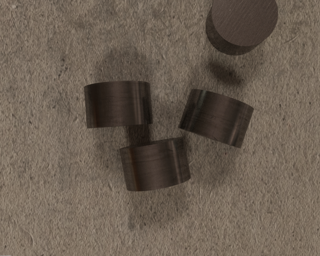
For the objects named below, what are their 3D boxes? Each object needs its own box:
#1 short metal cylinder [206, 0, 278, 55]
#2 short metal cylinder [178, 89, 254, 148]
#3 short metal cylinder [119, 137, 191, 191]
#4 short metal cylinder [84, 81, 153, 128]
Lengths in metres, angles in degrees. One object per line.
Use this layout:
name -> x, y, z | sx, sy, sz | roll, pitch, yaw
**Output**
short metal cylinder -> 0.103, -0.139, 0.399 | 0.081, 0.050, 0.079 | 0, 90, -1
short metal cylinder -> 0.069, -0.011, 0.383 | 0.080, 0.080, 0.050 | 19, 90, -1
short metal cylinder -> -0.006, 0.043, 0.383 | 0.080, 0.080, 0.050 | -10, 90, 0
short metal cylinder -> -0.051, -0.027, 0.382 | 0.081, 0.080, 0.050 | -4, 90, -1
